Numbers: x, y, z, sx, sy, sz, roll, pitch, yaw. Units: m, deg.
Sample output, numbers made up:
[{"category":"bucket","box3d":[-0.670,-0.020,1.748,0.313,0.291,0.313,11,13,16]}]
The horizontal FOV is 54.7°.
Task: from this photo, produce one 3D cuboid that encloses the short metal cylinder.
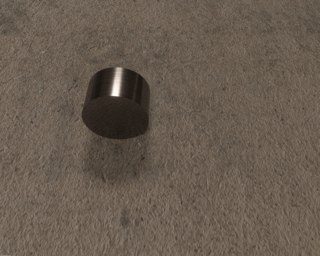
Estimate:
[{"category":"short metal cylinder","box3d":[-0.054,-0.030,0.392,0.081,0.080,0.050,1,50,0]}]
